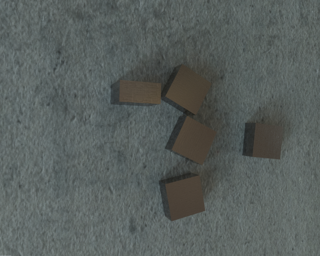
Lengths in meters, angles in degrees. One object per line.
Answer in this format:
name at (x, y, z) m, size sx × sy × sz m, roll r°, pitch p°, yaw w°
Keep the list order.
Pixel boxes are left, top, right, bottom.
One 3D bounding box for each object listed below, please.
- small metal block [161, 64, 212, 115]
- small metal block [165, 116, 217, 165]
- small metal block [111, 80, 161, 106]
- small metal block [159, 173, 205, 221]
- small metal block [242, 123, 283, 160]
small metal block at (0.035, -0.051, 0.423) m, size 0.050 × 0.025 × 0.050 m, roll 30°, pitch 80°, yaw -18°
small metal block at (0.042, 0.017, 0.426) m, size 0.050 × 0.025 × 0.050 m, roll 28°, pitch 81°, yaw -18°
small metal block at (-0.031, -0.042, 0.385) m, size 0.050 × 0.050 × 0.025 m, roll 2°, pitch 90°, yaw -20°
small metal block at (0.030, 0.092, 0.421) m, size 0.050 × 0.025 × 0.050 m, roll -11°, pitch 94°, yaw -20°
small metal block at (0.155, 0.020, 0.468) m, size 0.050 × 0.025 × 0.050 m, roll 7°, pitch 88°, yaw -20°
